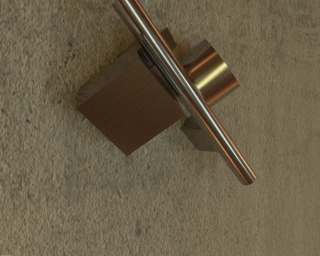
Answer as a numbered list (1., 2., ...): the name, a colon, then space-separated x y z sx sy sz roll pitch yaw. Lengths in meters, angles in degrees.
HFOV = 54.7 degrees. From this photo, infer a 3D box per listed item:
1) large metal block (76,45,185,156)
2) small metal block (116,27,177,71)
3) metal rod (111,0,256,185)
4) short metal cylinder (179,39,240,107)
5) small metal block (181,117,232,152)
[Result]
1. large metal block: -0.032 -0.029 0.341 0.080 0.050 0.080 -36 121 10
2. small metal block: -0.016 -0.094 0.378 0.050 0.050 0.025 -46 118 -30
3. metal rod: 0.045 -0.029 0.381 0.300 0.025 0.025 51 60 -28
4. short metal cylinder: 0.063 -0.072 0.417 0.050 0.080 0.080 -37 121 12
5. small metal block: 0.067 0.009 0.445 0.050 0.050 0.025 48 61 -30
